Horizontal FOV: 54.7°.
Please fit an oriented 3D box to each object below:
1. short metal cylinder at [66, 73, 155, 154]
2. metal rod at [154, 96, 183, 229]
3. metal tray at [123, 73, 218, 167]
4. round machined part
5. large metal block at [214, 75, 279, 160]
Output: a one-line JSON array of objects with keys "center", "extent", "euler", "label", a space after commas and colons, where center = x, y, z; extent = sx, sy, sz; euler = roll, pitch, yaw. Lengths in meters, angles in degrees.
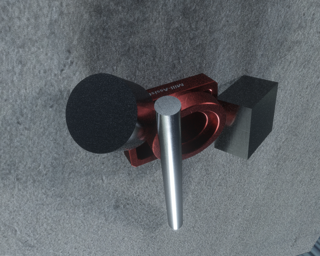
[{"center": [-0.051, -0.014, 0.329], "extent": [0.080, 0.080, 0.050], "euler": [-55, 164, 11], "label": "short metal cylinder"}, {"center": [0.017, 0.069, 0.405], "extent": [0.025, 0.025, 0.299], "euler": [-25, 145, -14], "label": "metal rod"}, {"center": [0.013, -0.011, 0.407], "extent": [0.131, 0.030, 0.089], "euler": [-19, 126, -18], "label": "metal tray"}, {"center": [0.028, -0.006, 0.379], "extent": [0.099, 0.042, 0.097], "euler": [-19, 142, -16], "label": "round machined part"}, {"center": [0.118, -0.017, 0.427], "extent": [0.080, 0.050, 0.079], "euler": [-38, 135, -38], "label": "large metal block"}]
